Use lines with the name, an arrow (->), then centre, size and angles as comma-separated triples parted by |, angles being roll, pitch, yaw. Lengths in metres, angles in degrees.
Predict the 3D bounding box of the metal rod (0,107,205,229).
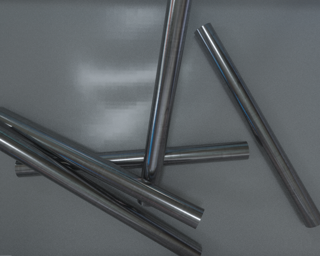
metal rod -> -0.088, 0.043, 0.383 | 0.301, 0.025, 0.025 | 25, 90, 10

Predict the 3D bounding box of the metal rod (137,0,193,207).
metal rod -> 0.006, -0.041, 0.350 | 0.025, 0.025, 0.298 | 9, 112, -1

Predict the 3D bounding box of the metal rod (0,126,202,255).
metal rod -> -0.076, 0.088, 0.392 | 0.301, 0.025, 0.025 | 33, 90, -8

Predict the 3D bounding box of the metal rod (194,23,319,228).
metal rod -> 0.131, -0.003, 0.413 | 0.025, 0.025, 0.299 | -30, 90, 0

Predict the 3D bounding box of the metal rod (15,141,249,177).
metal rod -> -0.035, 0.041, 0.411 | 0.302, 0.025, 0.025 | -4, 90, -1
